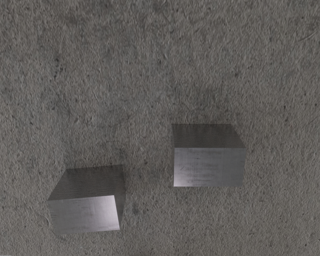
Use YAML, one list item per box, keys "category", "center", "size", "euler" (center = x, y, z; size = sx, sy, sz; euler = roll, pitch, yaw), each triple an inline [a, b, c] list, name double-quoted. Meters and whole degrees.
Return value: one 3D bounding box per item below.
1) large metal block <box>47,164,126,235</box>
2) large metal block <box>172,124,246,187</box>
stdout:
- category: "large metal block"
  center: [-0.092, 0.093, 0.414]
  size: [0.080, 0.080, 0.050]
  euler: [-5, 110, 2]
- category: "large metal block"
  center: [0.057, 0.032, 0.392]
  size: [0.081, 0.080, 0.050]
  euler: [0, 110, 0]
